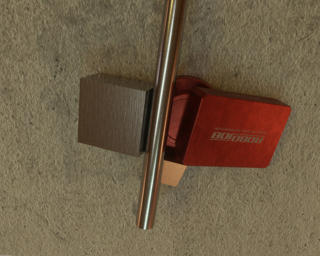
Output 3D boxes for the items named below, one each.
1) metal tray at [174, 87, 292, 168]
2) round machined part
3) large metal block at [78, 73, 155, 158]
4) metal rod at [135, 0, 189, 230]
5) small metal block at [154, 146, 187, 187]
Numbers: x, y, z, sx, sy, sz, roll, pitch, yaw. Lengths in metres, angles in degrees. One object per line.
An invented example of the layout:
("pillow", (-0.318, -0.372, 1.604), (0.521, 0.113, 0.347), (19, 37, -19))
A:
("metal tray", (0.091, 0.003, 0.387), (0.131, 0.030, 0.089), (5, 112, -24))
("round machined part", (0.031, -0.015, 0.396), (0.099, 0.042, 0.097), (0, 110, 0))
("large metal block", (-0.050, -0.018, 0.379), (0.080, 0.050, 0.079), (13, 111, 14))
("metal rod", (0.000, -0.015, 0.361), (0.025, 0.025, 0.298), (7, 108, -3))
("small metal block", (0.006, 0.050, 0.419), (0.050, 0.025, 0.050), (15, 135, -5))
